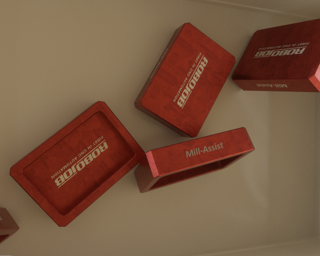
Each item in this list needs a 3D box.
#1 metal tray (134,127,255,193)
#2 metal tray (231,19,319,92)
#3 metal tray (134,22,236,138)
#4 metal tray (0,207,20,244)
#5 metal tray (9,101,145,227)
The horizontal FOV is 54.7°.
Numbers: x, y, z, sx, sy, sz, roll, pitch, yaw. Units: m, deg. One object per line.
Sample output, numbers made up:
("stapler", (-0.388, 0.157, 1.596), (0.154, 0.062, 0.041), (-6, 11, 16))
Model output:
("metal tray", (0.040, 0.041, 0.388), (0.131, 0.090, 0.030), (-13, 71, -20))
("metal tray", (0.168, -0.095, 0.414), (0.030, 0.130, 0.090), (34, 79, -31))
("metal tray", (0.036, -0.063, 0.421), (0.090, 0.030, 0.130), (32, 80, -17))
("metal tray", (-0.195, 0.111, 0.282), (0.090, 0.130, 0.030), (-37, 81, -16))
("metal tray", (-0.095, 0.040, 0.372), (0.130, 0.030, 0.090), (-41, 103, -16))
